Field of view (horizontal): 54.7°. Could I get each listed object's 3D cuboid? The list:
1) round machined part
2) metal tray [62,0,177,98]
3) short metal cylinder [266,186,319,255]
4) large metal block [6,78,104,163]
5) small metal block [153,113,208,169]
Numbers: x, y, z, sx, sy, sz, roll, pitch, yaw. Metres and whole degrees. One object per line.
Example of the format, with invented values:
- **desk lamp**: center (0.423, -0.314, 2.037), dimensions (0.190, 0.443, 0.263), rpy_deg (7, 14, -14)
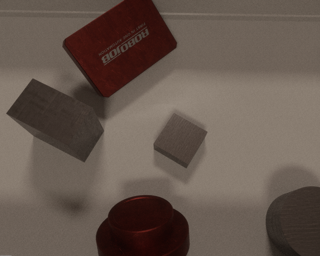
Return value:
- **round machined part**: center (-0.019, 0.107, 0.330), dimensions (0.099, 0.098, 0.042), rpy_deg (-5, 108, -2)
- **metal tray**: center (-0.052, -0.114, 0.422), dimensions (0.130, 0.030, 0.090), rpy_deg (-39, 110, -13)
- **short metal cylinder**: center (0.171, 0.111, 0.358), dimensions (0.081, 0.050, 0.080), rpy_deg (0, 70, 0)
- **large metal block**: center (-0.123, -0.006, 0.381), dimensions (0.080, 0.080, 0.050), rpy_deg (26, 72, 9)
- **small metal block**: center (0.026, 0.017, 0.404), dimensions (0.050, 0.025, 0.050), rpy_deg (30, 73, 10)
